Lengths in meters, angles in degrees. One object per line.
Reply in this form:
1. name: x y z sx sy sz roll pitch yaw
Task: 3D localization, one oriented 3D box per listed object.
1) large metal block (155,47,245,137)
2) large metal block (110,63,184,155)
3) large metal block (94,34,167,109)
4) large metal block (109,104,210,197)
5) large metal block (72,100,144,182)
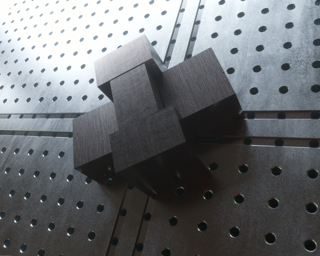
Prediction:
1. large metal block: 0.049 -0.042 0.392 0.080 0.050 0.080 -26 55 12
2. large metal block: -0.016 -0.020 0.394 0.050 0.080 0.080 -26 53 13
3. large metal block: -0.033 -0.070 0.433 0.080 0.080 0.050 -25 52 13
4. large metal block: 0.001 0.029 0.355 0.080 0.080 0.050 -25 53 12
5. large metal block: -0.069 0.016 0.421 0.080 0.050 0.080 -24 53 14
